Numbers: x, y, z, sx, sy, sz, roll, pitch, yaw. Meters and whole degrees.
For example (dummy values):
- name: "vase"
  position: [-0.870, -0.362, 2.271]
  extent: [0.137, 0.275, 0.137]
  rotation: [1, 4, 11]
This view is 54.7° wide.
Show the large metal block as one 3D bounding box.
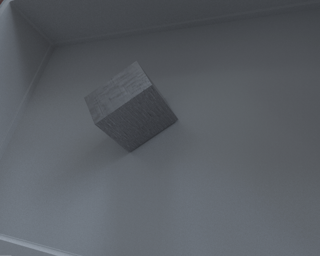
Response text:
- name: "large metal block"
  position: [-0.035, -0.025, 0.399]
  extent: [0.080, 0.080, 0.050]
  rotation: [-34, 52, 5]
